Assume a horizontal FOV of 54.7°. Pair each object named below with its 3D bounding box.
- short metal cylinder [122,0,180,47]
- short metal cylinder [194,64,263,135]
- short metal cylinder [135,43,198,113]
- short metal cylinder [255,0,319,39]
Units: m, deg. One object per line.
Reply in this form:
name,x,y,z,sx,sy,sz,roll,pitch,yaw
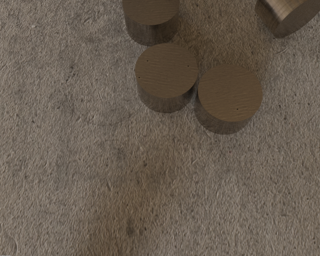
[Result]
short metal cylinder,-0.012,-0.168,0.456,0.081,0.050,0.080,0,70,0
short metal cylinder,0.088,-0.037,0.409,0.081,0.050,0.080,0,70,0
short metal cylinder,0.008,-0.066,0.419,0.081,0.050,0.080,0,70,0
short metal cylinder,0.185,-0.176,0.444,0.080,0.080,0.050,-26,72,-9
